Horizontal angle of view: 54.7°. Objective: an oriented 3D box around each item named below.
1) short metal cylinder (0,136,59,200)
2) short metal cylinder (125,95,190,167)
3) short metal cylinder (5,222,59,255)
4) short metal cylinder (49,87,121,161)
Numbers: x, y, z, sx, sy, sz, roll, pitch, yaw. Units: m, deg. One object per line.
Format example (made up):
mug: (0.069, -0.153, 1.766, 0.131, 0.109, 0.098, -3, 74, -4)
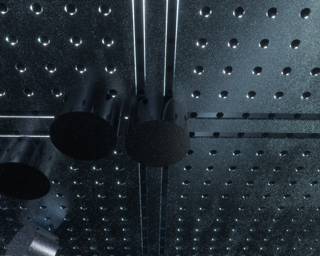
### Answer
short metal cylinder: (-0.191, 0.058, 0.442, 0.081, 0.050, 0.079, 0, 130, 0)
short metal cylinder: (-0.003, 0.005, 0.400, 0.081, 0.050, 0.079, 0, 130, 0)
short metal cylinder: (-0.231, 0.218, 0.558, 0.080, 0.080, 0.050, -31, 124, 23)
short metal cylinder: (-0.092, -0.004, 0.390, 0.081, 0.050, 0.079, 0, 130, 0)
